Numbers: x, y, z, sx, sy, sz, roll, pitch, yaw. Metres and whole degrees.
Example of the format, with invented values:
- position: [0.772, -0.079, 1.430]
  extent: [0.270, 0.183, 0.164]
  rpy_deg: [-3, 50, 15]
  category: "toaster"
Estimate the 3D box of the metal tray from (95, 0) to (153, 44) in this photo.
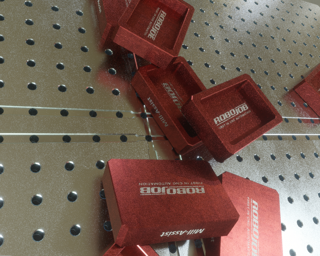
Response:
- position: [-0.054, -0.194, 0.494]
  extent: [0.091, 0.030, 0.130]
  rpy_deg: [0, 62, -28]
  category: "metal tray"

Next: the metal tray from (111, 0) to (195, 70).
- position: [-0.006, -0.155, 0.456]
  extent: [0.090, 0.030, 0.130]
  rpy_deg: [27, 52, -11]
  category: "metal tray"

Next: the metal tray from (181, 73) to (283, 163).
- position: [0.103, -0.019, 0.431]
  extent: [0.131, 0.030, 0.090]
  rpy_deg: [-25, 76, -37]
  category: "metal tray"

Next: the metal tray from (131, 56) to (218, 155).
- position: [0.030, -0.036, 0.442]
  extent: [0.091, 0.030, 0.130]
  rpy_deg: [-25, 75, -37]
  category: "metal tray"

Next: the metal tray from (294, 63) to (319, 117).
- position: [0.338, -0.081, 0.634]
  extent: [0.090, 0.030, 0.131]
  rpy_deg: [49, 51, 7]
  category: "metal tray"

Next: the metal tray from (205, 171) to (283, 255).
- position: [0.105, 0.128, 0.383]
  extent: [0.090, 0.030, 0.130]
  rpy_deg: [22, 54, -15]
  category: "metal tray"

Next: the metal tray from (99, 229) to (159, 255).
- position: [-0.017, 0.173, 0.289]
  extent: [0.130, 0.030, 0.090]
  rpy_deg: [46, 51, 4]
  category: "metal tray"

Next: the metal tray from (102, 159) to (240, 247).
- position: [0.010, 0.076, 0.339]
  extent: [0.131, 0.030, 0.090]
  rpy_deg: [4, 37, -24]
  category: "metal tray"
